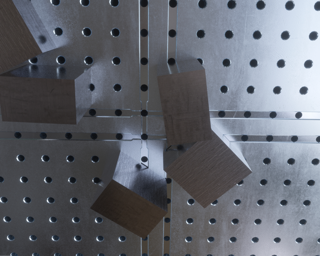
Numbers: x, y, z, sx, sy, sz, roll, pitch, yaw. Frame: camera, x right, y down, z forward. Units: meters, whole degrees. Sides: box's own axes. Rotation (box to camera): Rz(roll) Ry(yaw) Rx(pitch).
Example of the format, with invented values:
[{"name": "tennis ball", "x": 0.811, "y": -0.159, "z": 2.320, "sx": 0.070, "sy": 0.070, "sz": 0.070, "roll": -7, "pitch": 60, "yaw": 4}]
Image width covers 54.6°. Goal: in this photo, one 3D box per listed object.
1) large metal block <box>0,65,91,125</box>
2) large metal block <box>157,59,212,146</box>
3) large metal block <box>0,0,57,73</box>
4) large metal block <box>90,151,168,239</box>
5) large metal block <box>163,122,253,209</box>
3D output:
[{"name": "large metal block", "x": -0.130, "y": -0.043, "z": 0.367, "sx": 0.080, "sy": 0.080, "sz": 0.050, "roll": 3, "pitch": 110, "yaw": -1}, {"name": "large metal block", "x": 0.028, "y": -0.034, "z": 0.372, "sx": 0.050, "sy": 0.080, "sz": 0.080, "roll": -8, "pitch": 110, "yaw": 3}, {"name": "large metal block", "x": -0.183, "y": -0.110, "z": 0.358, "sx": 0.080, "sy": 0.050, "sz": 0.080, "roll": -23, "pitch": 109, "yaw": 8}, {"name": "large metal block", "x": -0.038, "y": 0.087, "z": 0.416, "sx": 0.080, "sy": 0.080, "sz": 0.050, "roll": 34, "pitch": 107, "yaw": -12}, {"name": "large metal block", "x": 0.061, "y": 0.046, "z": 0.417, "sx": 0.080, "sy": 0.050, "sz": 0.080, "roll": -41, "pitch": 105, "yaw": 14}]
